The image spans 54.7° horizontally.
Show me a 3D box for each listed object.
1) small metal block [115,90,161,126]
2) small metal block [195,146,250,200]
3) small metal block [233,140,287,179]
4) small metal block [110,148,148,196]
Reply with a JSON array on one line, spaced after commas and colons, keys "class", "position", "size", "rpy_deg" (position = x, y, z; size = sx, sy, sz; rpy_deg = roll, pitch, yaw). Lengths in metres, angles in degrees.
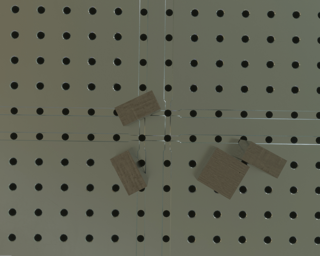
[{"class": "small metal block", "position": [-0.027, -0.024, 0.401], "size": [0.050, 0.050, 0.025], "rpy_deg": [-25, 90, 0]}, {"class": "small metal block", "position": [0.082, 0.059, 0.415], "size": [0.050, 0.025, 0.050], "rpy_deg": [31, 90, -1]}, {"class": "small metal block", "position": [0.127, 0.039, 0.403], "size": [0.050, 0.050, 0.025], "rpy_deg": [28, 90, -1]}, {"class": "small metal block", "position": [-0.038, 0.054, 0.400], "size": [0.025, 0.050, 0.050], "rpy_deg": [-27, 90, 0]}]
